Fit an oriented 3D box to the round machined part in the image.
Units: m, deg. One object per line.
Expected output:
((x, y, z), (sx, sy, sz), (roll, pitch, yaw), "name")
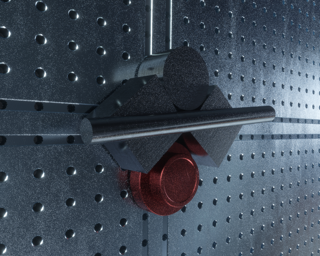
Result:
((0.013, 0.066, 0.405), (0.099, 0.042, 0.097), (0, 90, -40), "round machined part")

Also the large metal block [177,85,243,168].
((0.062, -0.003, 0.437), (0.080, 0.050, 0.080), (50, 62, -29), "large metal block")

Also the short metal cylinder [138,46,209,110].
((0.018, -0.062, 0.403), (0.081, 0.050, 0.079), (0, 90, -40), "short metal cylinder")

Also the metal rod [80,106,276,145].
((0.049, -0.009, 0.378), (0.302, 0.025, 0.025), (-6, 94, -39), "metal rod")

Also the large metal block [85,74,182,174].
((-0.026, -0.006, 0.366), (0.080, 0.050, 0.080), (-47, 120, -30), "large metal block")
